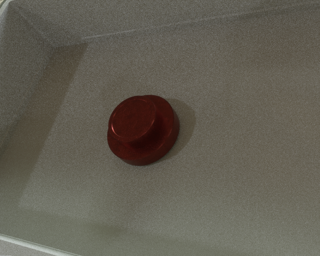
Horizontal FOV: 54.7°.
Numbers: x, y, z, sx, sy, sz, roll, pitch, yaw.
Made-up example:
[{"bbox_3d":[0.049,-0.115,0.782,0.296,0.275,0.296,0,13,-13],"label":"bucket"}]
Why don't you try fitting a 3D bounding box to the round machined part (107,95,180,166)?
[{"bbox_3d":[-0.028,-0.004,0.406,0.098,0.042,0.098,-13,56,20],"label":"round machined part"}]
